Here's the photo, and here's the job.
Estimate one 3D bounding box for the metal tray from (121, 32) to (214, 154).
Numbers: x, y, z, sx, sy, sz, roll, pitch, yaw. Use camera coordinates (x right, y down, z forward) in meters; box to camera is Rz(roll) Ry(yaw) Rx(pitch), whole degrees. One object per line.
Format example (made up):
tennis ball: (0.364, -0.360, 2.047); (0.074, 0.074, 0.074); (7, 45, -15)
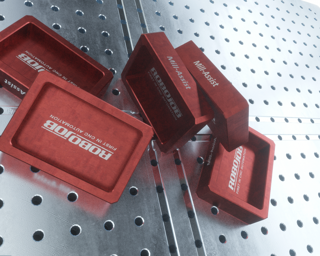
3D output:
metal tray: (0.004, -0.044, 0.394); (0.030, 0.090, 0.130); (-19, 72, -34)

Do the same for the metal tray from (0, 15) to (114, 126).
metal tray: (-0.134, -0.069, 0.374); (0.130, 0.030, 0.090); (35, 51, -5)

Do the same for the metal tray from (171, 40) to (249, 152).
metal tray: (0.064, -0.042, 0.403); (0.030, 0.090, 0.130); (-29, 56, -4)

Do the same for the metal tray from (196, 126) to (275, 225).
metal tray: (0.110, 0.054, 0.430); (0.090, 0.030, 0.130); (30, 52, -9)

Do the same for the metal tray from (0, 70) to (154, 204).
metal tray: (-0.084, 0.010, 0.325); (0.130, 0.030, 0.090); (29, 83, -10)
